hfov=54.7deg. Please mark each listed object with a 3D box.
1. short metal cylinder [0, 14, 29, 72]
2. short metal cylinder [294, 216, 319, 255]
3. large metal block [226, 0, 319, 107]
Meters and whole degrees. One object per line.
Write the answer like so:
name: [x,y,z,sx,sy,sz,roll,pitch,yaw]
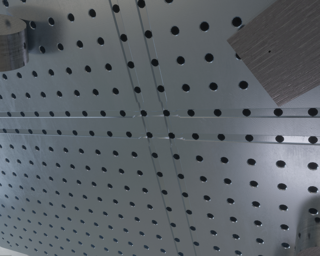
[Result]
short metal cylinder: [-0.223,-0.117,0.421,0.080,0.080,0.050,22,127,14]
short metal cylinder: [0.210,0.156,0.381,0.080,0.050,0.079,13,124,21]
large metal block: [0.123,-0.079,0.281,0.080,0.050,0.080,-34,99,38]
